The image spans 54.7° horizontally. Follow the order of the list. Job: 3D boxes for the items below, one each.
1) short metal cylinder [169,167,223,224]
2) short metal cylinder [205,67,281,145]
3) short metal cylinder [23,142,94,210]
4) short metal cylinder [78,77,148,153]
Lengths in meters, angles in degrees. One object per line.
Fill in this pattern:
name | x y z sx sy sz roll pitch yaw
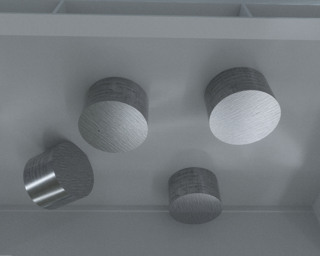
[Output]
short metal cylinder | 0.054 0.107 0.485 0.081 0.050 0.079 0 130 0
short metal cylinder | 0.096 -0.026 0.372 0.081 0.050 0.079 0 130 0
short metal cylinder | -0.137 0.066 0.427 0.050 0.080 0.080 -25 126 19
short metal cylinder | -0.054 -0.015 0.379 0.081 0.050 0.079 0 130 0
